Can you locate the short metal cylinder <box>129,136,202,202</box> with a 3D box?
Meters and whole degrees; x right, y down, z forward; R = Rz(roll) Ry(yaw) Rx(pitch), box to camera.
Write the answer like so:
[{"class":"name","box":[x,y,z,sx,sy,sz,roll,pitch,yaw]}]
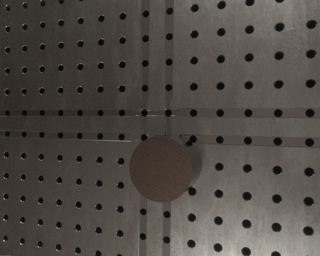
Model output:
[{"class":"short metal cylinder","box":[0.008,0.049,0.396,0.080,0.050,0.079,0,90,19]}]
